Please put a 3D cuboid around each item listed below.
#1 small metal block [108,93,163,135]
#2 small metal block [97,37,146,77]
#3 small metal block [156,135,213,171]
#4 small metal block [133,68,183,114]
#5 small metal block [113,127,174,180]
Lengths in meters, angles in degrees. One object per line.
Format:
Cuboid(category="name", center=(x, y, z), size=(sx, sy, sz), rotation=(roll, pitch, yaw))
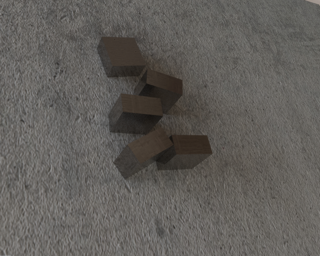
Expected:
Cuboid(category="small metal block", center=(-0.031, -0.015, 0.380), size=(0.050, 0.050, 0.025), rotation=(5, 60, -26))
Cuboid(category="small metal block", center=(-0.055, -0.100, 0.435), size=(0.050, 0.025, 0.050), rotation=(-9, 66, -32))
Cuboid(category="small metal block", center=(0.028, 0.031, 0.384), size=(0.050, 0.050, 0.025), rotation=(2, 61, -28))
Cuboid(category="small metal block", center=(-0.004, -0.048, 0.414), size=(0.050, 0.050, 0.025), rotation=(15, 56, -20))
Cuboid(category="small metal block", center=(-0.020, 0.030, 0.359), size=(0.050, 0.050, 0.025), rotation=(-27, 77, -37))
